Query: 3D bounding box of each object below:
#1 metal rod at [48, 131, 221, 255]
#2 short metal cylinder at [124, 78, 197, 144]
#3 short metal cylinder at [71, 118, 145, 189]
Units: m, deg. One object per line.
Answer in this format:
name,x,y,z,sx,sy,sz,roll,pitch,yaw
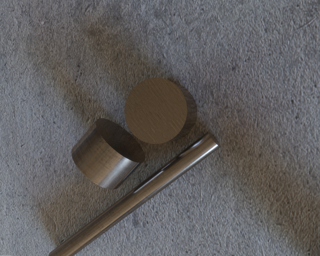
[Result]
metal rod,-0.045,0.105,0.424,0.300,0.025,0.025,-39,78,15
short metal cylinder,0.002,-0.021,0.395,0.080,0.050,0.079,0,90,20
short metal cylinder,-0.066,0.033,0.403,0.080,0.080,0.050,46,104,14
